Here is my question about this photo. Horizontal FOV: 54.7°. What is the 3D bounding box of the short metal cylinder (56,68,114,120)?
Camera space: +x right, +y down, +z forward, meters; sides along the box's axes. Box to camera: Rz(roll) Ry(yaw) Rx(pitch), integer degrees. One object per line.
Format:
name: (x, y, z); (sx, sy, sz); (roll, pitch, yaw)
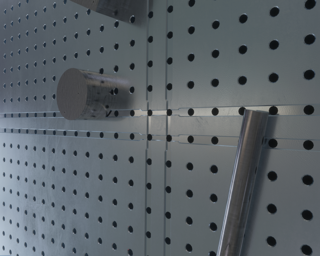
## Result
short metal cylinder: (-0.120, -0.052, 0.492); (0.080, 0.050, 0.079); (0, 90, 40)

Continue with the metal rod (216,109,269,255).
metal rod: (0.078, 0.128, 0.344); (0.025, 0.025, 0.298); (15, 100, 39)

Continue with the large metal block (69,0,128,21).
large metal block: (-0.088, -0.217, 0.465); (0.080, 0.050, 0.079); (34, 111, 34)
